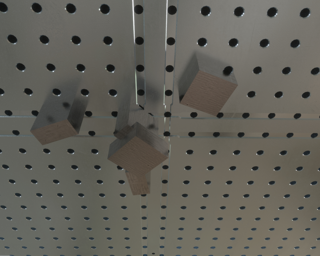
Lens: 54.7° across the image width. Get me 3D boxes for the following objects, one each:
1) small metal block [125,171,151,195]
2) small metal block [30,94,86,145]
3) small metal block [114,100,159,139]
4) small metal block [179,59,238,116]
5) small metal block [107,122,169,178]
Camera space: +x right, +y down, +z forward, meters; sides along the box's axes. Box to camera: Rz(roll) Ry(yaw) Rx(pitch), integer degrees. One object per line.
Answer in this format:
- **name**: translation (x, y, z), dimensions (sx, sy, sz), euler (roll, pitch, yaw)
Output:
- **small metal block**: translation (-0.030, 0.061, 0.447), dimensions (0.025, 0.050, 0.050), euler (-7, 130, 5)
- **small metal block**: translation (-0.125, -0.011, 0.384), dimensions (0.050, 0.050, 0.025), euler (-16, 128, 13)
- **small metal block**: translation (-0.029, 0.000, 0.395), dimensions (0.025, 0.050, 0.050), euler (-37, 121, 27)
- **small metal block**: translation (0.057, -0.047, 0.372), dimensions (0.050, 0.025, 0.050), euler (18, 128, -15)
- **small metal block**: translation (-0.026, 0.027, 0.369), dimensions (0.050, 0.025, 0.050), euler (36, 121, -27)
